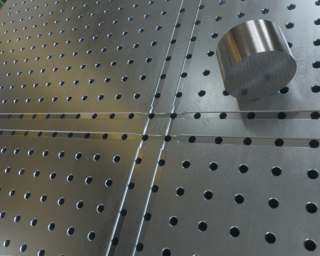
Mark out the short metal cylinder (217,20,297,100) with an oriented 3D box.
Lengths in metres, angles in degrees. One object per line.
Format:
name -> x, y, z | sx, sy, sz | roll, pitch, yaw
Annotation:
short metal cylinder -> 0.110, -0.078, 0.363 | 0.080, 0.080, 0.050 | -18, 55, 18
